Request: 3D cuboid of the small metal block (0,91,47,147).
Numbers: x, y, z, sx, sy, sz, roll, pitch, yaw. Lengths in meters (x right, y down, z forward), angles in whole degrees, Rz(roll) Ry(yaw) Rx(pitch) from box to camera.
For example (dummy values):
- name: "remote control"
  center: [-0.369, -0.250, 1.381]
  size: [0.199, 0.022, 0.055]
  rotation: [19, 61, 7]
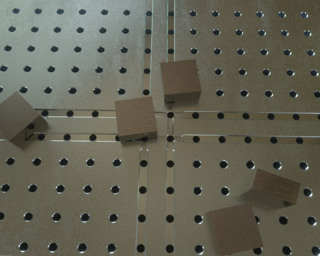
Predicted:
- name: "small metal block"
  center: [-0.192, -0.012, 0.415]
  size: [0.050, 0.025, 0.050]
  rotation: [42, 75, 14]

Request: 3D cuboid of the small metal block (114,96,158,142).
- name: "small metal block"
  center: [-0.032, -0.012, 0.416]
  size: [0.050, 0.025, 0.050]
  rotation: [-8, 70, -3]

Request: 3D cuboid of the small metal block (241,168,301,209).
- name: "small metal block"
  center: [0.131, 0.074, 0.372]
  size: [0.050, 0.050, 0.025]
  rotation: [19, 71, 7]

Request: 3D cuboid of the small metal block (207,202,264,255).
- name: "small metal block"
  center: [0.088, 0.120, 0.368]
  size: [0.050, 0.025, 0.050]
  rotation: [-11, 70, -4]

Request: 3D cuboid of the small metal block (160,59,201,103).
- name: "small metal block"
  center: [0.028, -0.066, 0.436]
  size: [0.050, 0.025, 0.050]
  rotation: [-6, 70, -3]
